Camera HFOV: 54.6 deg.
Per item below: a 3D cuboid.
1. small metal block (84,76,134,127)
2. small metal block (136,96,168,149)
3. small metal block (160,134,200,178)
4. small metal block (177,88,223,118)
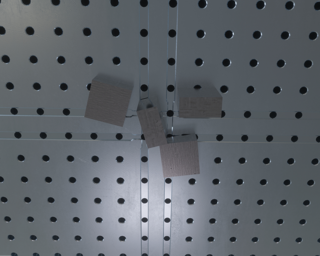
[{"bbox_3d":[-0.065,-0.034,0.400,0.050,0.025,0.050,15,109,-6],"label":"small metal block"},{"bbox_3d":[-0.009,-0.009,0.397,0.025,0.050,0.050,-14,110,5],"label":"small metal block"},{"bbox_3d":[0.027,0.038,0.427,0.050,0.025,0.050,-6,110,2],"label":"small metal block"},{"bbox_3d":[0.048,-0.033,0.388,0.050,0.050,0.025,0,110,0],"label":"small metal block"}]
